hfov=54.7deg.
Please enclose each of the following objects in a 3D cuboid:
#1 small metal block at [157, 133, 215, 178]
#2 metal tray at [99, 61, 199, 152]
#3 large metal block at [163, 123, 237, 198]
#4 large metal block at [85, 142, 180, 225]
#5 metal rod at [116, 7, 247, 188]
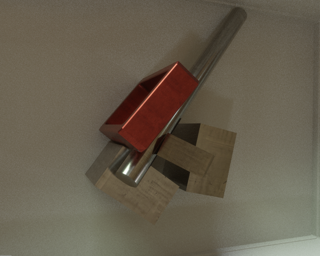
[{"bbox_3d":[0.029,0.029,0.329,0.050,0.050,0.025,26,89,13],"label":"small metal block"},{"bbox_3d":[-0.019,-0.021,0.346,0.030,0.130,0.090,42,78,-15],"label":"metal tray"},{"bbox_3d":[0.047,0.039,0.400,0.050,0.080,0.080,14,85,-20],"label":"large metal block"},{"bbox_3d":[-0.036,0.062,0.369,0.080,0.080,0.050,38,78,-17],"label":"large metal block"},{"bbox_3d":[0.041,-0.057,0.377,0.025,0.025,0.301,43,59,-15],"label":"metal rod"}]
